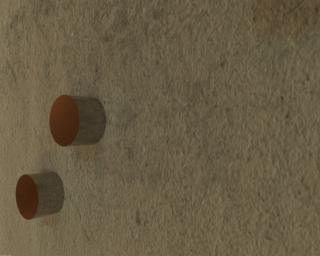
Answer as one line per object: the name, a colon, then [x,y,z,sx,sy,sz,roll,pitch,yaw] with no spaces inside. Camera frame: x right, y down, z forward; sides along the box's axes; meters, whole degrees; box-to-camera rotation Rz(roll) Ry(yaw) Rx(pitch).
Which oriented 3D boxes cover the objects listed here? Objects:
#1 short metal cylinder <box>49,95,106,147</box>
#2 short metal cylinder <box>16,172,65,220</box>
short metal cylinder: [-0.132,-0.011,0.495,0.080,0.050,0.079,0,90,39]
short metal cylinder: [-0.220,0.122,0.566,0.080,0.050,0.079,0,90,39]
